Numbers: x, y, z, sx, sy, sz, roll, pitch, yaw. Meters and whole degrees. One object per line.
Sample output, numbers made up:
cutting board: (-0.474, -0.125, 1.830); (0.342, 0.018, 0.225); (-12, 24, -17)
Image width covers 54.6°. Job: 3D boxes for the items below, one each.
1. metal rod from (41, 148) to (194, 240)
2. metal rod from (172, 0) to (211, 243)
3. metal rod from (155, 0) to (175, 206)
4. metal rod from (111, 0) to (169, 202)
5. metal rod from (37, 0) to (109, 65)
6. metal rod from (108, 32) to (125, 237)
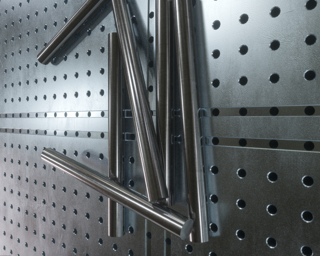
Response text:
metal rod: (-0.082, 0.080, 0.444); (0.300, 0.025, 0.025); (17, 101, 38)
metal rod: (0.038, -0.016, 0.379); (0.025, 0.025, 0.299); (-7, 86, 40)
metal rod: (0.007, -0.050, 0.404); (0.025, 0.025, 0.298); (0, 90, 40)
metal rod: (-0.031, -0.054, 0.415); (0.025, 0.025, 0.299); (-26, 67, 37)
metal rod: (-0.119, -0.192, 0.509); (0.299, 0.025, 0.025); (-29, 72, 36)
metal rod: (-0.065, 0.010, 0.464); (0.025, 0.025, 0.298); (0, 90, 40)
